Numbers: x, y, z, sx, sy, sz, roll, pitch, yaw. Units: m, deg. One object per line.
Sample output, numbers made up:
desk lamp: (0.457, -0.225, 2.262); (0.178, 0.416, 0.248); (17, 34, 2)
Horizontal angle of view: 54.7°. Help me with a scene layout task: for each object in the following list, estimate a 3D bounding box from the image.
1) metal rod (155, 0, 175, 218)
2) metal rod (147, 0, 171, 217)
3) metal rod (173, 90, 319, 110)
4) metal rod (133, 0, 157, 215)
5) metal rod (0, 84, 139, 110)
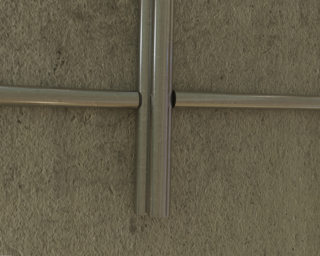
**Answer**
metal rod: (0.004, -0.033, 0.414); (0.025, 0.025, 0.298); (1, 90, -20)
metal rod: (-0.001, -0.040, 0.389); (0.025, 0.025, 0.298); (1, 90, -20)
metal rod: (0.158, -0.040, 0.470); (0.303, 0.025, 0.025); (-1, 90, -21)
metal rod: (-0.019, -0.039, 0.405); (0.025, 0.025, 0.298); (1, 90, -20)
metal rod: (-0.172, -0.037, 0.346); (0.303, 0.025, 0.025); (0, 90, -21)
